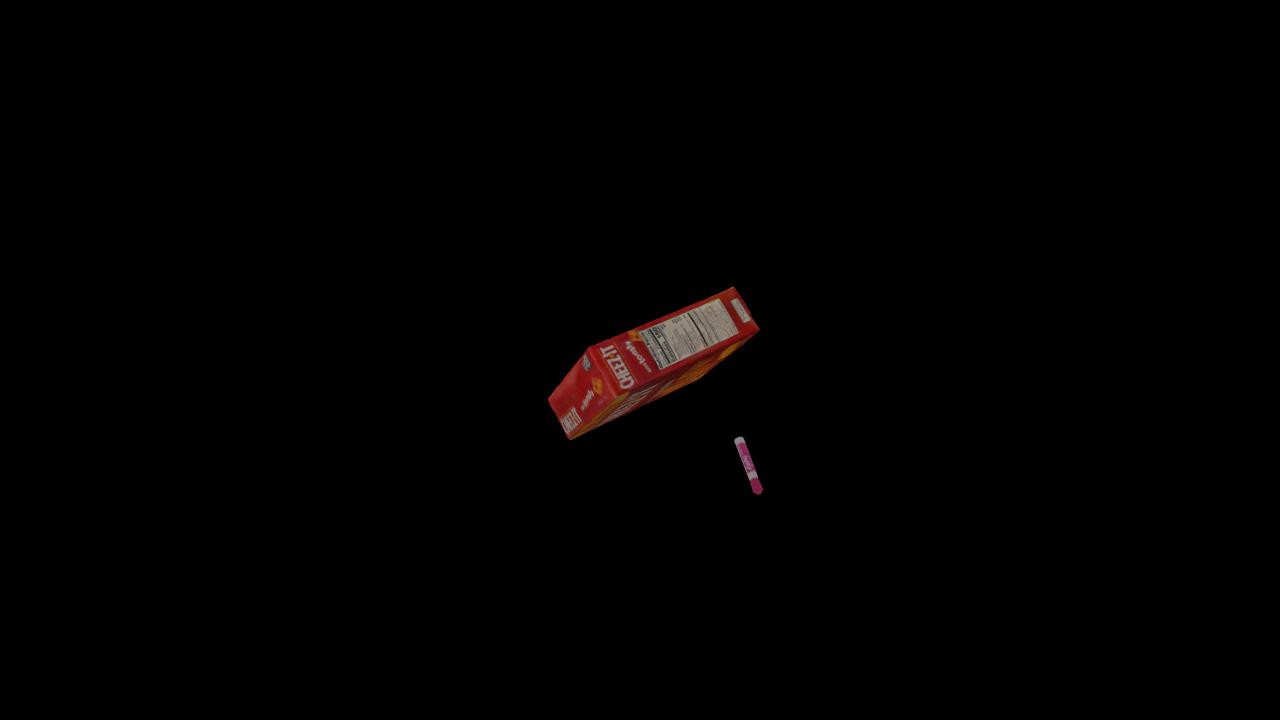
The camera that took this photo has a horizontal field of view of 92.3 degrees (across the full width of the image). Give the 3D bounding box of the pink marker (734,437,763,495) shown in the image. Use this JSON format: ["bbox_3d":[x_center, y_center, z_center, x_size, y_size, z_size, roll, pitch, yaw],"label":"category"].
[{"bbox_3d":[0.197,0.192,1.116,0.020,0.020,0.121,0,44,-15],"label":"pink marker"}]

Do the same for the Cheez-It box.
[{"bbox_3d":[0.014,0.006,0.751,0.223,0.071,0.166,-23,-12,-31],"label":"Cheez-It box"}]
